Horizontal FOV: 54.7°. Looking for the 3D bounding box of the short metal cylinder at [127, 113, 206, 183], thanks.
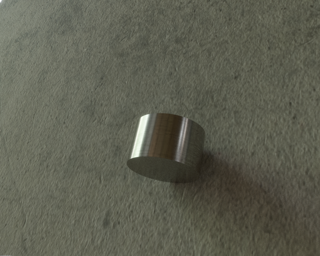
[{"bbox_3d":[0.008,0.025,0.348,0.080,0.080,0.050,-2,61,27],"label":"short metal cylinder"}]
